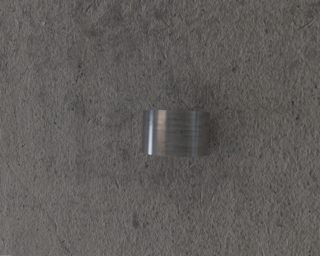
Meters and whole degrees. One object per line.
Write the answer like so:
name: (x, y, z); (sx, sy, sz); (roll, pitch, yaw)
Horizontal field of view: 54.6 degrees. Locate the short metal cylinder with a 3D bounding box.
short metal cylinder: (0.019, 0.005, 0.373); (0.080, 0.080, 0.050); (2, 91, 20)
